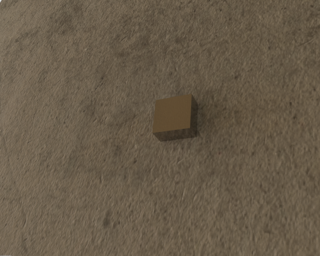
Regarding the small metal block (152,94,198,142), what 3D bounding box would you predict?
[{"bbox_3d":[0.020,-0.013,0.400,0.050,0.025,0.050,-8,58,23],"label":"small metal block"}]
